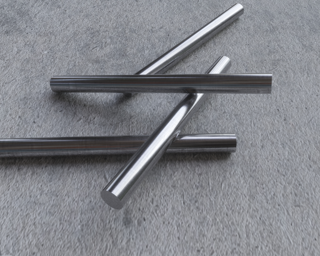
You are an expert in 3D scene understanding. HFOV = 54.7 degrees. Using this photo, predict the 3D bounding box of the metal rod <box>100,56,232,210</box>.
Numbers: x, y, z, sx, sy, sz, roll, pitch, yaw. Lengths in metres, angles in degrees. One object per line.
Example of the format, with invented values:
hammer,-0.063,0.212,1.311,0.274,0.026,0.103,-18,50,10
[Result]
metal rod,0.028,-0.018,0.390,0.025,0.025,0.301,24,45,18

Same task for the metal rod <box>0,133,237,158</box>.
metal rod,-0.058,0.022,0.384,0.302,0.025,0.025,-1,50,-1

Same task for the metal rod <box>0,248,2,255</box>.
metal rod,-0.204,0.076,0.337,0.025,0.025,0.300,-25,54,-19

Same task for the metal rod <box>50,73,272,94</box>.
metal rod,-0.011,-0.059,0.413,0.301,0.025,0.025,2,49,17

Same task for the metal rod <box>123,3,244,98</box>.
metal rod,0.050,-0.141,0.521,0.025,0.025,0.302,34,58,25
